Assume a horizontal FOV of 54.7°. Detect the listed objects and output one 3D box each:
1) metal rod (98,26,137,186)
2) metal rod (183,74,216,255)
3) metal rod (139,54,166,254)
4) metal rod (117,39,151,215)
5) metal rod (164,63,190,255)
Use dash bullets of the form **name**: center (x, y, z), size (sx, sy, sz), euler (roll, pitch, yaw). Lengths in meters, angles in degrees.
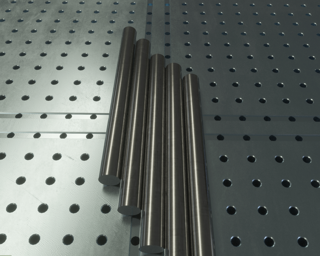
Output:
- **metal rod**: center (-0.056, -0.055, 0.452), size (0.025, 0.025, 0.300), euler (1, 50, 0)
- **metal rod**: center (0.044, 0.042, 0.372), size (0.025, 0.025, 0.300), euler (1, 50, 0)
- **metal rod**: center (-0.006, 0.005, 0.402), size (0.025, 0.025, 0.300), euler (1, 50, 0)
- **metal rod**: center (-0.031, -0.026, 0.428), size (0.025, 0.025, 0.300), euler (1, 50, 0)
- **metal rod**: center (0.019, 0.022, 0.388), size (0.025, 0.025, 0.300), euler (1, 50, 0)
